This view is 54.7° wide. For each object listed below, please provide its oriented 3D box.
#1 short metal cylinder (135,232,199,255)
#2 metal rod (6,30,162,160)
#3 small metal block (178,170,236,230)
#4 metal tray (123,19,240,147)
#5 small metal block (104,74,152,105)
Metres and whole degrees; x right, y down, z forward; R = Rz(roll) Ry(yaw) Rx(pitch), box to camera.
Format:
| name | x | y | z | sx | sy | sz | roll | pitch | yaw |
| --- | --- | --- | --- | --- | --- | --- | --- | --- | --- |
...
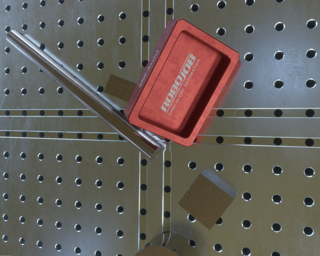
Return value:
| name | x | y | z | sx | sy | sz | roll | pitch | yaw |
| --- | --- | --- | --- | --- | --- | --- | --- | --- | --- |
| short metal cylinder | 0.008 | 0.182 | 0.396 | 0.080 | 0.050 | 0.079 | 0 | 90 | 19 |
| metal rod | -0.119 | -0.056 | 0.453 | 0.300 | 0.025 | 0.025 | 38 | 102 | 15 |
| small metal block | 0.060 | 0.090 | 0.391 | 0.050 | 0.025 | 0.050 | 37 | 102 | 15 |
| metal tray | 0.025 | -0.052 | 0.373 | 0.091 | 0.030 | 0.129 | 24 | 100 | -23 |
| small metal block | -0.037 | -0.048 | 0.411 | 0.050 | 0.050 | 0.025 | 23 | 98 | 18 |
